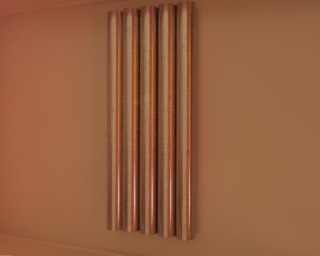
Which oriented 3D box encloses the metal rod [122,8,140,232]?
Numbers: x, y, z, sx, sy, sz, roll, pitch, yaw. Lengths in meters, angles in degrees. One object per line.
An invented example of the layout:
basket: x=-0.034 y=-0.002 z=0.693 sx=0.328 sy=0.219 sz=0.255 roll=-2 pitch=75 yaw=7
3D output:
metal rod: x=-0.039 y=-0.011 z=0.423 sx=0.025 sy=0.025 sz=0.298 roll=0 pitch=90 yaw=20

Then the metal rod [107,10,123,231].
metal rod: x=-0.061 y=-0.010 z=0.431 sx=0.025 sy=0.025 sz=0.298 roll=0 pitch=90 yaw=20

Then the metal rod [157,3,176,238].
metal rod: x=0.010 y=-0.010 z=0.406 sx=0.025 sy=0.025 sz=0.298 roll=0 pitch=90 yaw=20

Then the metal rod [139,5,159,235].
metal rod: x=-0.015 y=-0.010 z=0.414 sx=0.025 sy=0.025 sz=0.298 roll=0 pitch=90 yaw=20

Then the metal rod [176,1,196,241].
metal rod: x=0.033 y=-0.009 z=0.397 sx=0.025 sy=0.025 sz=0.298 roll=0 pitch=90 yaw=20
